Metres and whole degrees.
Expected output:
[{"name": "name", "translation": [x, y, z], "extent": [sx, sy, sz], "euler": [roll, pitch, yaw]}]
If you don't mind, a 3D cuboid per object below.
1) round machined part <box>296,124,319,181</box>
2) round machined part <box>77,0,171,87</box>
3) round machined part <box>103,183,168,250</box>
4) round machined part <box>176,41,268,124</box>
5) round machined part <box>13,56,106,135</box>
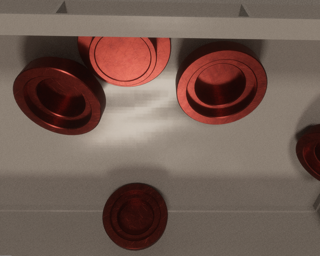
[{"name": "round machined part", "translation": [0.236, 0.032, 0.407], "extent": [0.042, 0.098, 0.098], "euler": [-41, 134, -25]}, {"name": "round machined part", "translation": [-0.037, -0.084, 0.326], "extent": [0.099, 0.042, 0.097], "euler": [-1, 130, 0]}, {"name": "round machined part", "translation": [-0.038, 0.140, 0.485], "extent": [0.099, 0.098, 0.042], "euler": [0, 151, -1]}, {"name": "round machined part", "translation": [0.067, -0.054, 0.353], "extent": [0.099, 0.042, 0.097], "euler": [-1, 130, 0]}, {"name": "round machined part", "translation": [-0.110, -0.040, 0.355], "extent": [0.099, 0.042, 0.097], "euler": [5, 135, 6]}]
